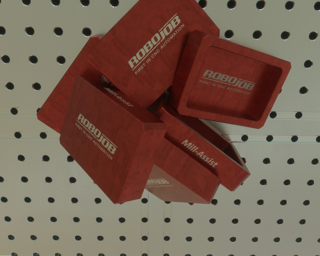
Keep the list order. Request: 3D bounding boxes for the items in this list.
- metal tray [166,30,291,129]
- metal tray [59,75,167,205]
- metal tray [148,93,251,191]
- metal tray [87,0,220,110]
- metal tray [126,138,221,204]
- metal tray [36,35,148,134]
[{"bbox_3d":[0.083,-0.052,0.366,0.131,0.030,0.089,9,112,-27],"label":"metal tray"},{"bbox_3d":[-0.058,0.007,0.335,0.030,0.130,0.089,0,117,-46],"label":"metal tray"},{"bbox_3d":[0.044,0.013,0.383,0.130,0.090,0.030,36,106,-13],"label":"metal tray"},{"bbox_3d":[-0.007,-0.095,0.356,0.130,0.030,0.090,-46,108,0],"label":"metal tray"},{"bbox_3d":[0.002,0.055,0.383,0.090,0.130,0.030,37,67,-13],"label":"metal tray"},{"bbox_3d":[-0.082,-0.040,0.395,0.090,0.030,0.130,37,106,-14],"label":"metal tray"}]
